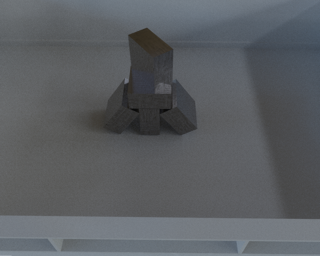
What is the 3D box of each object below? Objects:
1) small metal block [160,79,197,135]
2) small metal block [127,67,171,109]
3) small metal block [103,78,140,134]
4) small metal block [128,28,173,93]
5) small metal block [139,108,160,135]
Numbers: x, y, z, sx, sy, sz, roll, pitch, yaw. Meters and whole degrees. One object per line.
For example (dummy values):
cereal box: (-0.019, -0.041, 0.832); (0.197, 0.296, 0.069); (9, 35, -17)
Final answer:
small metal block: (0.024, -0.027, 0.406); (0.025, 0.050, 0.050); (-23, 44, 26)
small metal block: (-0.012, -0.050, 0.379); (0.050, 0.025, 0.050); (1, 50, 0)
small metal block: (-0.049, -0.028, 0.406); (0.025, 0.050, 0.050); (24, 45, -25)
small metal block: (-0.010, -0.077, 0.353); (0.025, 0.050, 0.050); (-29, 56, -21)
small metal block: (-0.013, -0.026, 0.408); (0.025, 0.050, 0.050); (1, 50, 1)
